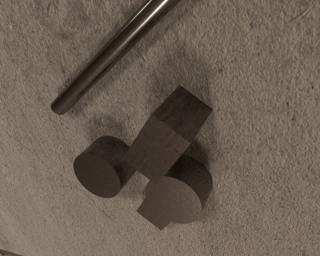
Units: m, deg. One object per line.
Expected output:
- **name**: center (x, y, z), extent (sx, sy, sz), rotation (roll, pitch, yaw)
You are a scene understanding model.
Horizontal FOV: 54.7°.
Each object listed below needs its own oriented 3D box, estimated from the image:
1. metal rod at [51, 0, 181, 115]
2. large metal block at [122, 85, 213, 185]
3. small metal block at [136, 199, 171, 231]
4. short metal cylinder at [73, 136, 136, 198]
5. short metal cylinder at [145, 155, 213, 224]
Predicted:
- **metal rod**: center (-0.053, -0.095, 0.374), extent (0.299, 0.025, 0.025), rotation (-33, 100, 38)
- **large metal block**: center (0.010, 0.007, 0.369), extent (0.050, 0.080, 0.080), rotation (37, 129, 3)
- **small metal block**: center (-0.002, 0.125, 0.484), extent (0.050, 0.025, 0.050), rotation (37, 129, 2)
- **short metal cylinder**: center (-0.082, 0.058, 0.468), extent (0.080, 0.050, 0.079), rotation (13, 124, 20)
- **short metal cylinder**: center (0.027, 0.084, 0.427), extent (0.080, 0.050, 0.079), rotation (13, 124, 20)
